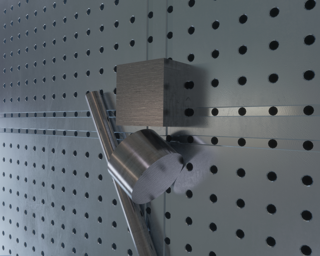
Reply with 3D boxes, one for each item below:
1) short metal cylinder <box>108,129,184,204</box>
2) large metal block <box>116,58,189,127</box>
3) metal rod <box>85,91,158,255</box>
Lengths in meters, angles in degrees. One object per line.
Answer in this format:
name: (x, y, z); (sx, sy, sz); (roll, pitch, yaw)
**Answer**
short metal cylinder: (-0.017, 0.048, 0.388); (0.050, 0.081, 0.080); (42, 115, 32)
large metal block: (-0.011, -0.042, 0.402); (0.080, 0.050, 0.079); (2, 91, 40)
metal rod: (-0.055, 0.080, 0.454); (0.025, 0.025, 0.299); (-34, 69, 35)
